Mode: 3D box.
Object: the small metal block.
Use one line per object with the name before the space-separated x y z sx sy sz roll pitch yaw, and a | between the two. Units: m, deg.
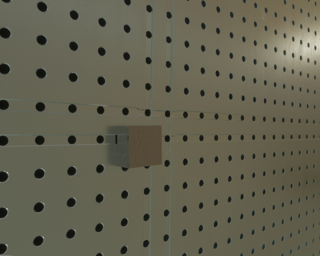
small metal block | -0.025 0.022 0.387 0.050 0.025 0.050 -1 91 -40
